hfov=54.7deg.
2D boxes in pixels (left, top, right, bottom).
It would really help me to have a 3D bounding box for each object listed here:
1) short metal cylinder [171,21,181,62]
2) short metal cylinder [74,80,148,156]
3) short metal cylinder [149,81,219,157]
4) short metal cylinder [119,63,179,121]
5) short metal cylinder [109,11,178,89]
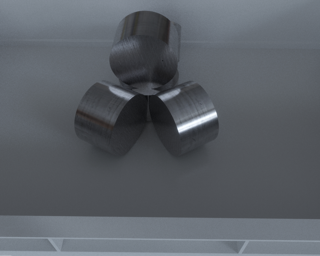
[{"bbox_3d":[-0.009,-0.128,0.466,0.080,0.080,0.050,3,93,2],"label":"short metal cylinder"},{"bbox_3d":[-0.057,-0.012,0.377,0.050,0.080,0.080,23,54,18],"label":"short metal cylinder"},{"bbox_3d":[0.027,-0.012,0.377,0.050,0.080,0.080,-23,54,-17],"label":"short metal cylinder"},{"bbox_3d":[-0.015,-0.056,0.432,0.080,0.050,0.080,0,50,0],"label":"short metal cylinder"},{"bbox_3d":[-0.018,-0.094,0.381,0.080,0.080,0.050,2,50,2],"label":"short metal cylinder"}]
